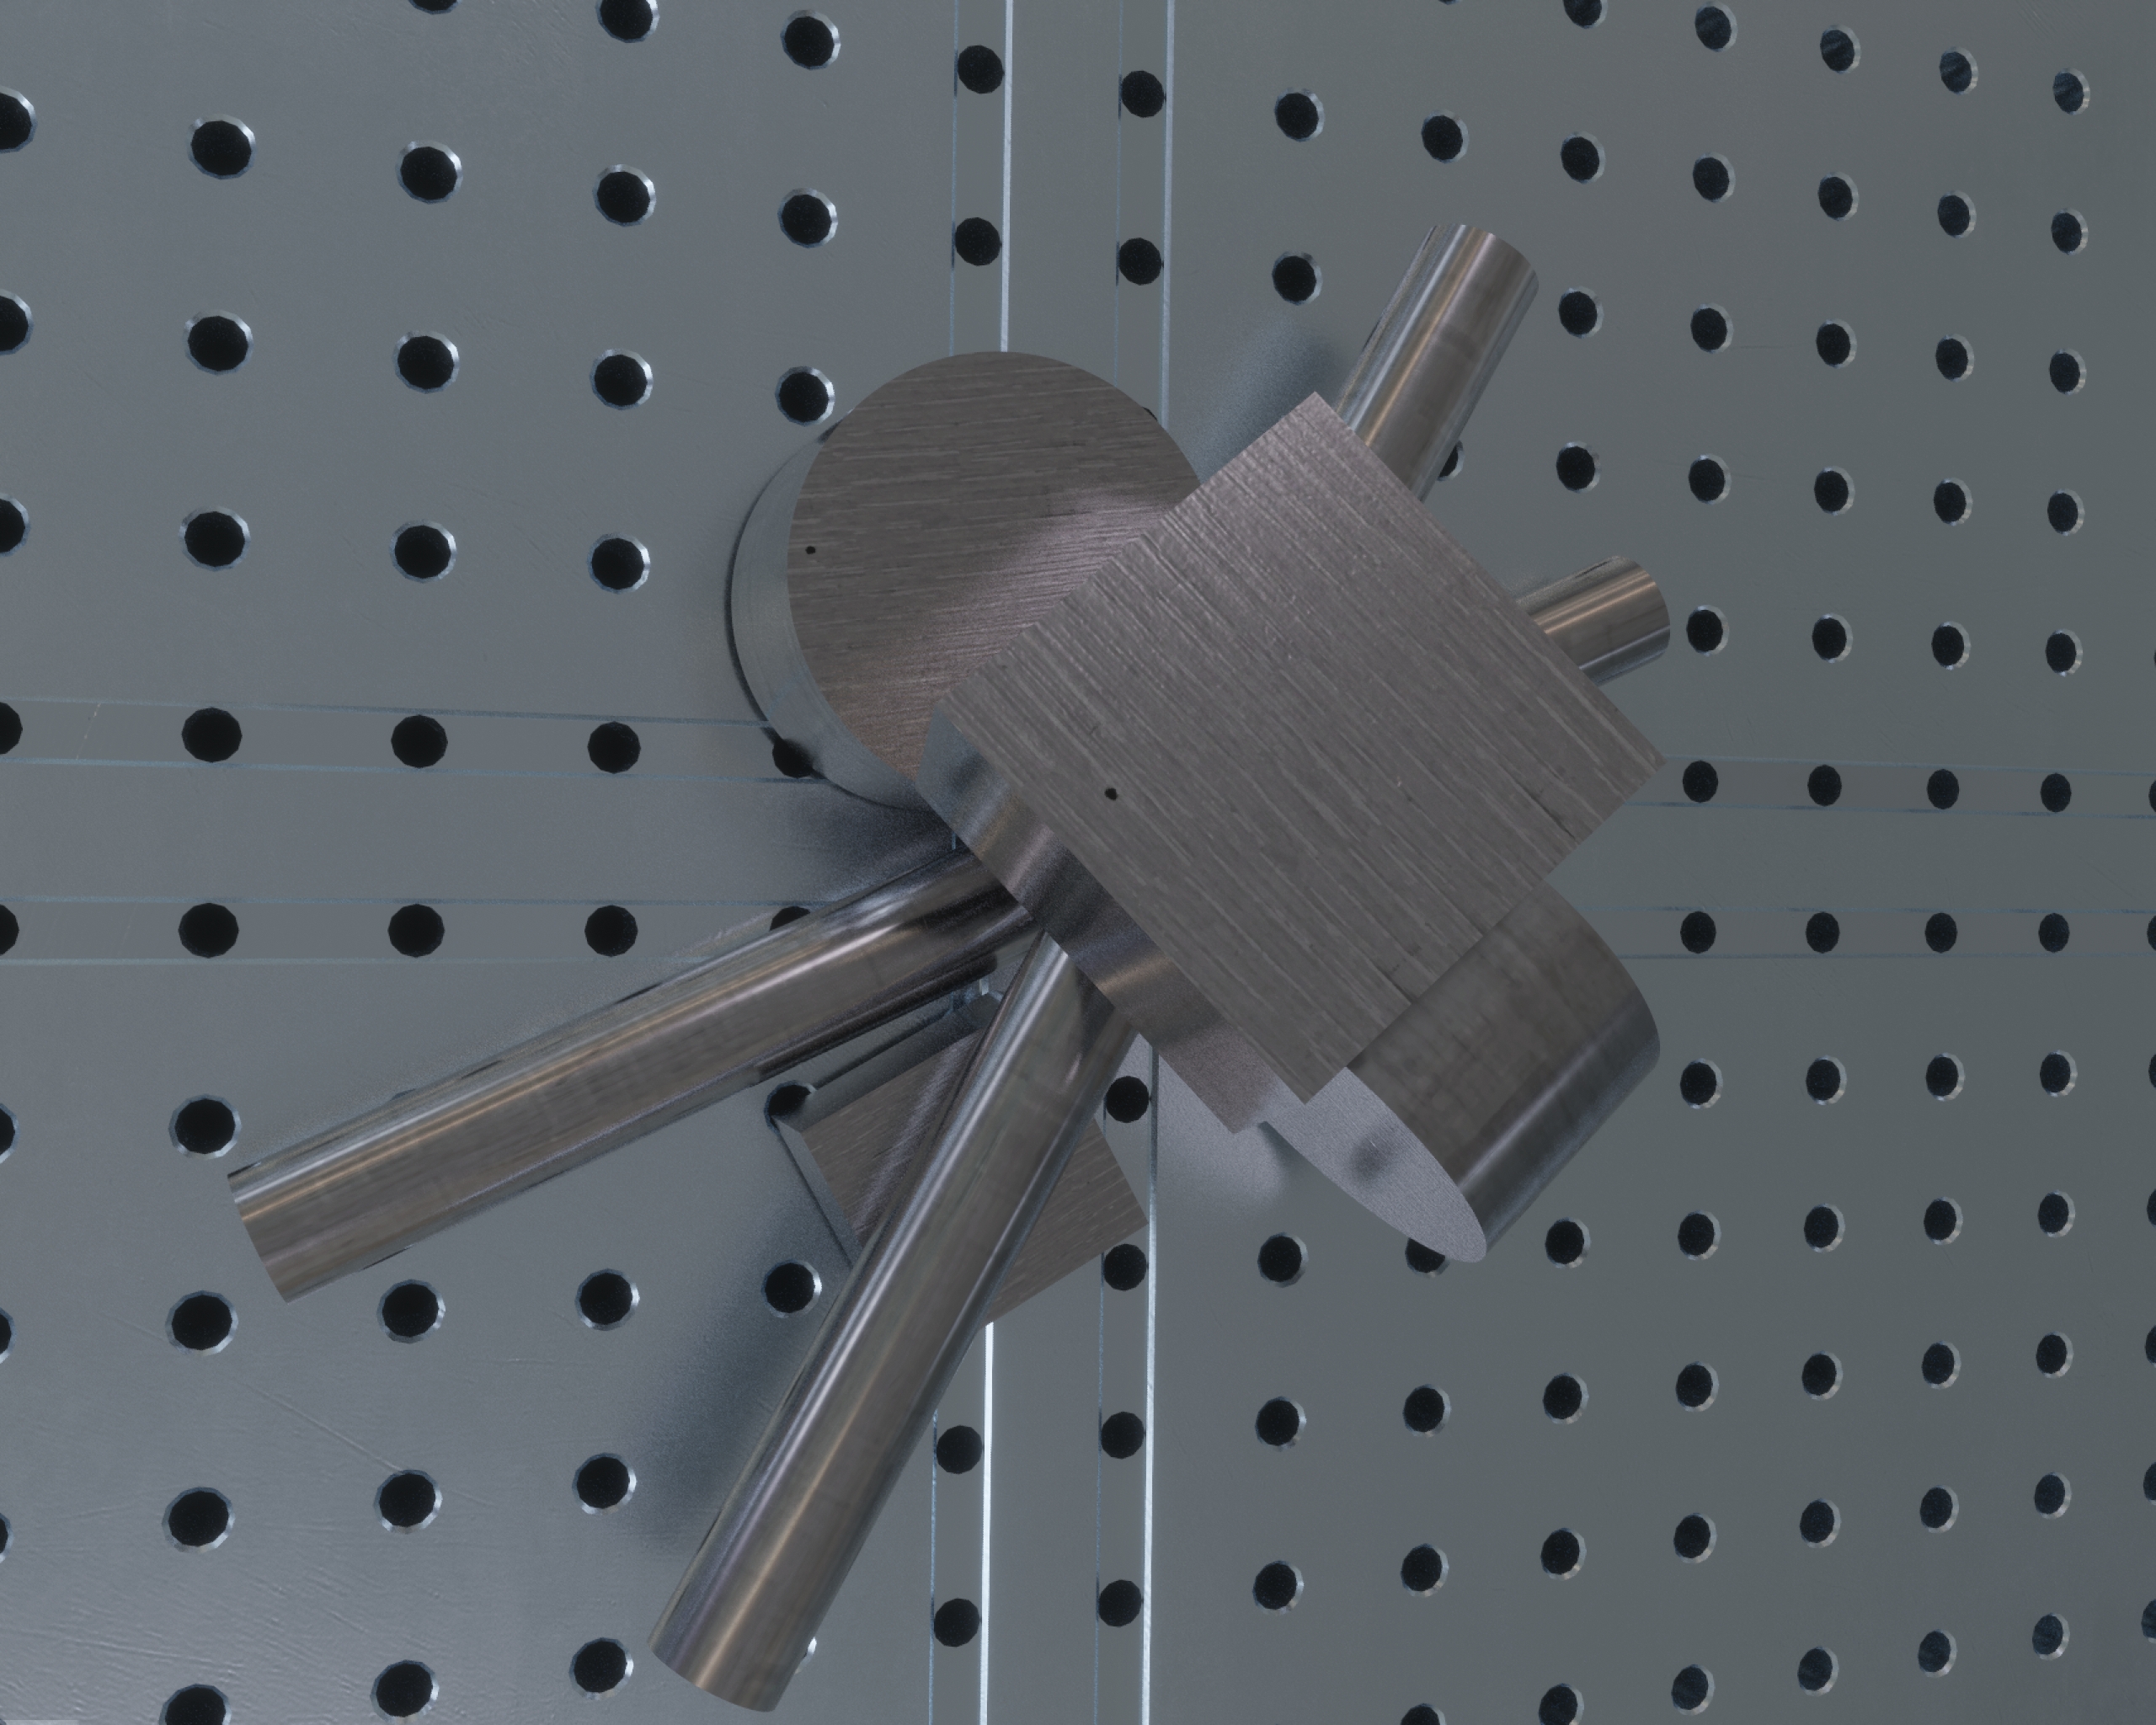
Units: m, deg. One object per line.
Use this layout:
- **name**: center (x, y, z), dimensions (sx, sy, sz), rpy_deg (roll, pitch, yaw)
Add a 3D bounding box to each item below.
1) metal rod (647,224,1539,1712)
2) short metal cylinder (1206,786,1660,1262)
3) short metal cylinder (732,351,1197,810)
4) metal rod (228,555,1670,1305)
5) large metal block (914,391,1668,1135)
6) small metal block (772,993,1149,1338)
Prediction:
- **metal rod**: center (0.008, 0.011, 0.386), dimensions (0.025, 0.025, 0.300), rpy_deg (32, 79, -17)
- **short metal cylinder**: center (0.064, 0.031, 0.404), dimensions (0.050, 0.080, 0.080), rpy_deg (-45, 104, -13)
- **short metal cylinder**: center (-0.020, -0.050, 0.388), dimensions (0.081, 0.050, 0.079), rpy_deg (0, 90, -20)
- **metal rod**: center (-0.010, 0.005, 0.405), dimensions (0.302, 0.025, 0.025), rpy_deg (-25, 99, -19)
- **large metal block**: center (0.032, -0.014, 0.340), dimensions (0.080, 0.050, 0.080), rpy_deg (-41, 86, -15)
- **small metal block**: center (-0.023, 0.059, 0.401), dimensions (0.050, 0.025, 0.050), rpy_deg (-30, 100, -18)
